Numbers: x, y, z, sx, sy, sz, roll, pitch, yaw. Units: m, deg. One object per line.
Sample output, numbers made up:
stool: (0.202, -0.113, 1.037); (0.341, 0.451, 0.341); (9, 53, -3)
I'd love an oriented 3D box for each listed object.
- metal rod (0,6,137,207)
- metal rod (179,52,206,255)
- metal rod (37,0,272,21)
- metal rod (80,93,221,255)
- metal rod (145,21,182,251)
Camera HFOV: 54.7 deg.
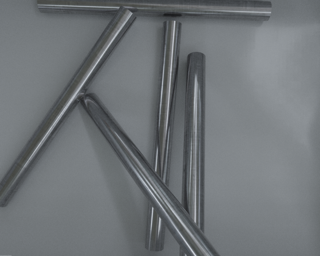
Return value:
metal rod: (-0.126, -0.025, 0.401); (0.025, 0.025, 0.299); (35, 93, -1)
metal rod: (0.039, 0.042, 0.353); (0.025, 0.025, 0.299); (4, 66, 0)
metal rod: (-0.006, -0.160, 0.411); (0.302, 0.025, 0.025); (2, 90, -1)
metal rod: (-0.011, 0.059, 0.334); (0.025, 0.025, 0.300); (-41, 58, 0)
metal rod: (0.005, 0.010, 0.411); (0.025, 0.025, 0.298); (5, 90, -1)
